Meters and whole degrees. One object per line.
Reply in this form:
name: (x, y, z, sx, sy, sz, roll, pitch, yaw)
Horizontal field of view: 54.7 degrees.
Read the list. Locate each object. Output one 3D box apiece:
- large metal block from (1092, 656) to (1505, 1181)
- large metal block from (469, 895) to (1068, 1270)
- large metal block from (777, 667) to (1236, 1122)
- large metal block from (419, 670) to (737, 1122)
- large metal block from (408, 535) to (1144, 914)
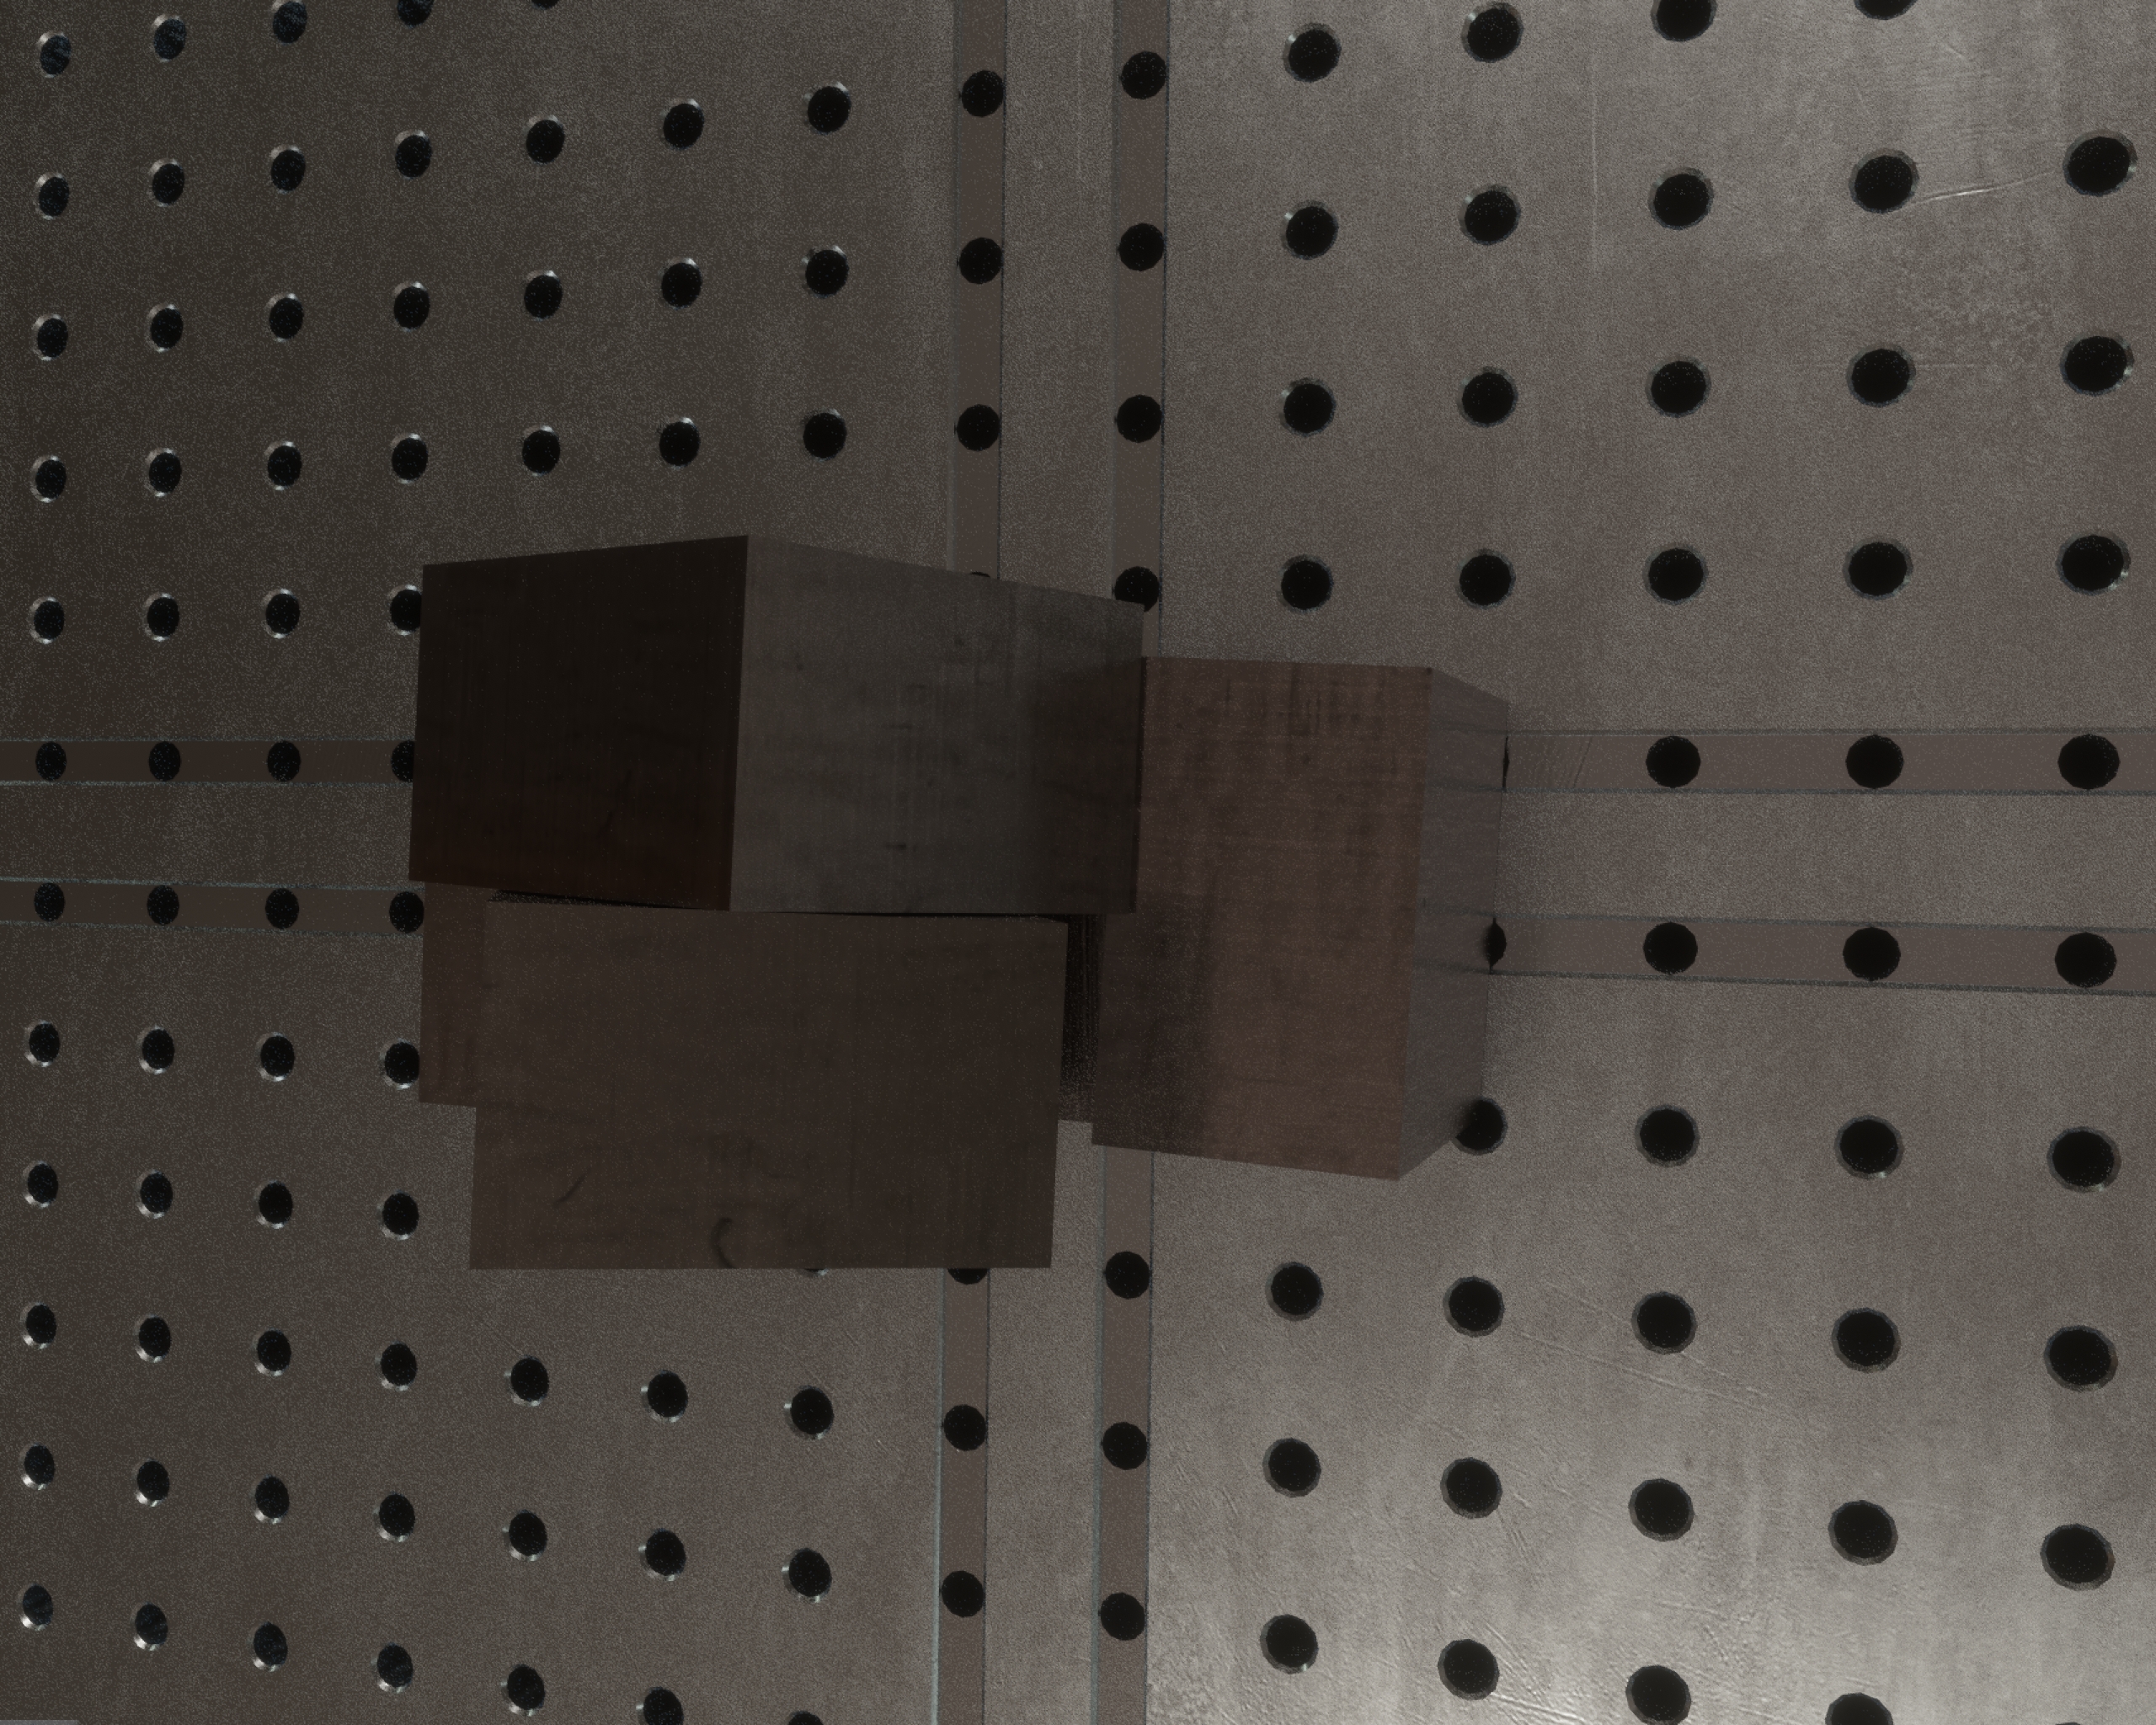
large metal block: (0.042, 0.008, 0.368, 0.050, 0.080, 0.079, 4, 92, 20)
large metal block: (-0.051, 0.031, 0.329, 0.081, 0.080, 0.050, 3, 91, -14)
large metal block: (-0.015, 0.005, 0.401, 0.080, 0.050, 0.079, 3, 91, 19)
large metal block: (-0.082, 0.005, 0.411, 0.050, 0.080, 0.079, 2, 91, 20)
large metal block: (-0.047, -0.019, 0.331, 0.080, 0.081, 0.050, 3, 91, 42)
